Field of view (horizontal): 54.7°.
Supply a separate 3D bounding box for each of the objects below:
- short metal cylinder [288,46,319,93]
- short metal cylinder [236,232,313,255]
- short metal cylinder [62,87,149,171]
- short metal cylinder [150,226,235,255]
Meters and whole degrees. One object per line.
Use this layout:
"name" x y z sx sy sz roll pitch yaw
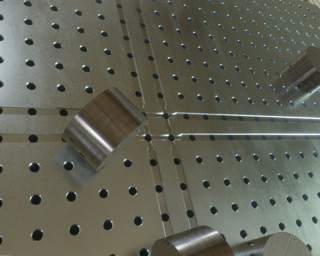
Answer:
"short metal cylinder" 0.311 -0.119 0.632 0.081 0.050 0.080 14 56 -21
"short metal cylinder" 0.136 0.168 0.363 0.081 0.050 0.080 14 56 -21
"short metal cylinder" -0.058 0.001 0.340 0.050 0.080 0.080 44 51 2
"short metal cylinder" 0.032 0.142 0.303 0.050 0.080 0.080 -6 65 -31
